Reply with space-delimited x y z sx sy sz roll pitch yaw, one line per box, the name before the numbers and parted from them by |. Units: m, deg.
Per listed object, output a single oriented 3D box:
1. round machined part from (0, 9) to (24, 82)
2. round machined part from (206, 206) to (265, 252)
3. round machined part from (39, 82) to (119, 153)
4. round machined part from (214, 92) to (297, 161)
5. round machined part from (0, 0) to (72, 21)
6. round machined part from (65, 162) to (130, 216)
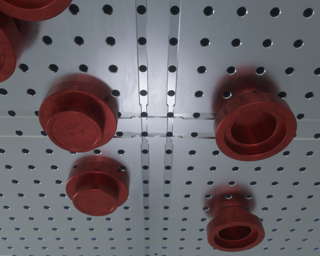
round machined part | -0.187 -0.095 0.312 0.098 0.042 0.097 4 137 4
round machined part | 0.131 0.176 0.551 0.099 0.042 0.097 0 130 0
round machined part | -0.104 -0.007 0.394 0.099 0.042 0.097 0 130 0
round machined part | 0.117 -0.006 0.396 0.099 0.042 0.097 0 130 0
round machined part | -0.117 -0.149 0.272 0.099 0.042 0.097 0 130 0
round machined part | -0.098 0.102 0.486 0.099 0.042 0.097 0 130 0
